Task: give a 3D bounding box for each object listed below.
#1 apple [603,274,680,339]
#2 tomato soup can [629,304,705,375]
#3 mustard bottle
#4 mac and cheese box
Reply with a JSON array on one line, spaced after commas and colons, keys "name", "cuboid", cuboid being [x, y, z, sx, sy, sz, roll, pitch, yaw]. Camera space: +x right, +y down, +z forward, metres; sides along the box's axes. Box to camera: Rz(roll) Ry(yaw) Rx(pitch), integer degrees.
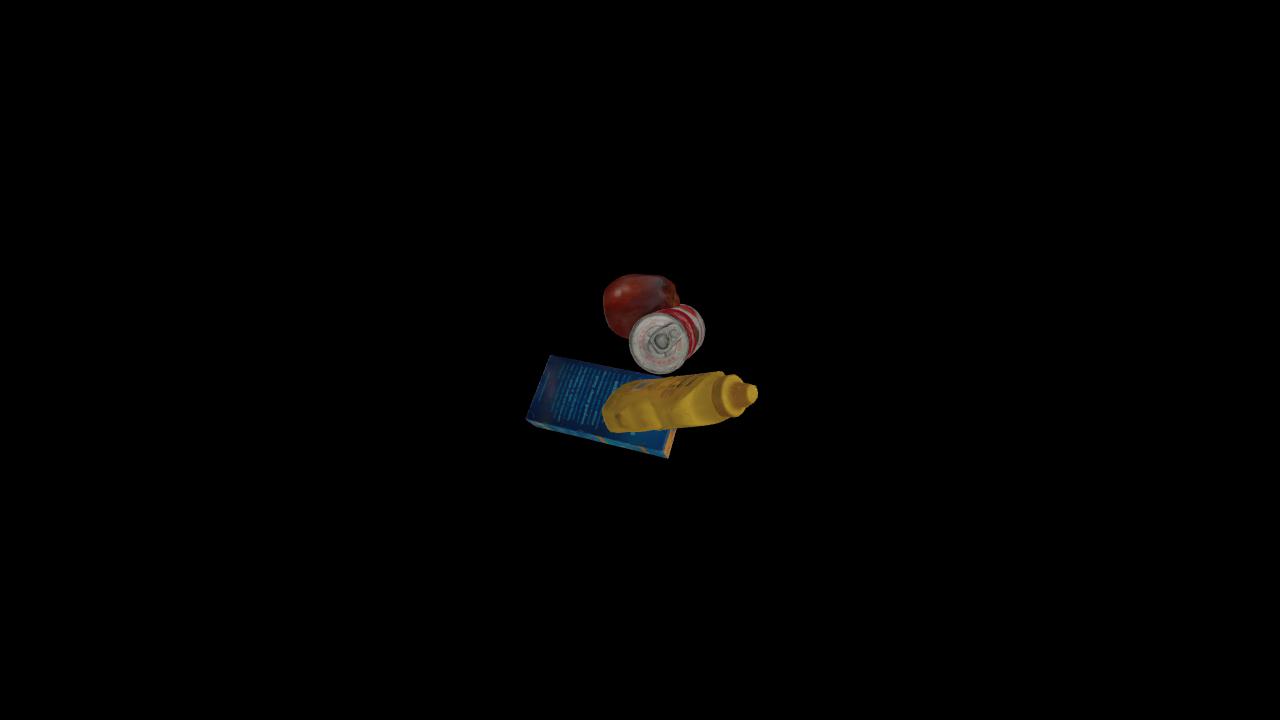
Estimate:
[{"name": "apple", "cuboid": [-0.001, -0.064, 0.726, 0.093, 0.079, 0.079, -9, -4, 24]}, {"name": "tomato soup can", "cuboid": [0.034, -0.027, 0.704, 0.068, 0.068, 0.101, 0, 11, 17]}, {"name": "mustard bottle", "cuboid": [0.048, 0.043, 0.656, 0.092, 0.054, 0.184, -21, 7, -43]}, {"name": "mac and cheese box", "cuboid": [-0.041, 0.056, 0.764, 0.184, 0.093, 0.041, 11, -21, 20]}]
